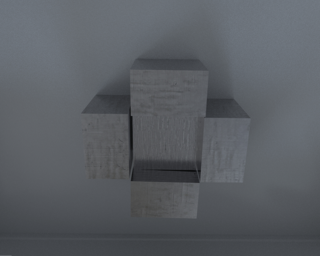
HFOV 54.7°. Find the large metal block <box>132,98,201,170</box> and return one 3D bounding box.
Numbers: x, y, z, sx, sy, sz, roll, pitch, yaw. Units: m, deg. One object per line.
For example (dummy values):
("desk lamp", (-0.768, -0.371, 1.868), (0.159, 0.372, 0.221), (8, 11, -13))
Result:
("large metal block", (0.008, 0.006, 0.398), (0.081, 0.050, 0.079), (1, 110, -1))

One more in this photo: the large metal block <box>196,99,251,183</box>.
("large metal block", (0.073, 0.013, 0.386), (0.050, 0.080, 0.079), (1, 110, 0))

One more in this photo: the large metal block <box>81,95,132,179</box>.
("large metal block", (-0.060, 0.008, 0.383), (0.050, 0.080, 0.079), (1, 110, 0))

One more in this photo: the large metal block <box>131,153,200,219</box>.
("large metal block", (0.005, 0.072, 0.407), (0.081, 0.080, 0.050), (2, 110, -1))

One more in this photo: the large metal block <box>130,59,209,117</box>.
("large metal block", (0.009, -0.050, 0.362), (0.081, 0.080, 0.050), (1, 110, -1))
